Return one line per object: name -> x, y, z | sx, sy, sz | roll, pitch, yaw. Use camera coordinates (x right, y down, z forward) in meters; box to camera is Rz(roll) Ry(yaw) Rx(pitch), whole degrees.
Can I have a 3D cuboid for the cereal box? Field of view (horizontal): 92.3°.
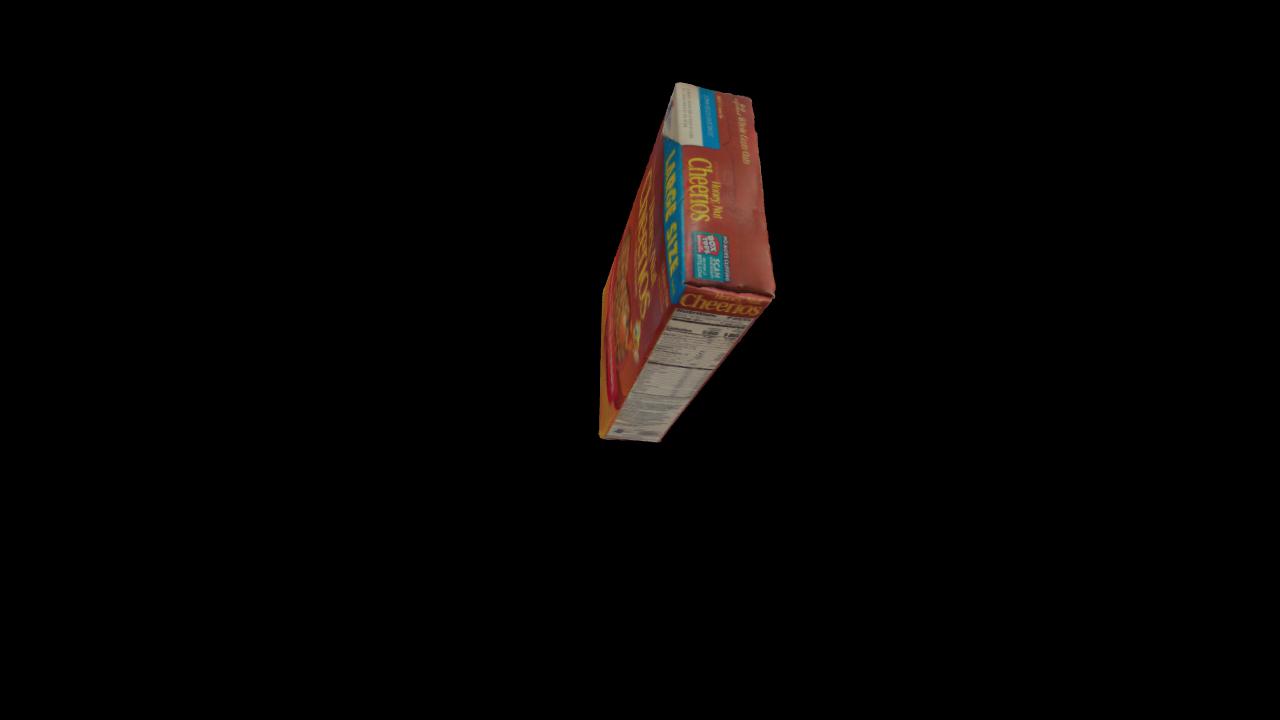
cereal box -> 0.024, -0.068, 0.584 | 0.081, 0.203, 0.306 | 6, -28, -12
